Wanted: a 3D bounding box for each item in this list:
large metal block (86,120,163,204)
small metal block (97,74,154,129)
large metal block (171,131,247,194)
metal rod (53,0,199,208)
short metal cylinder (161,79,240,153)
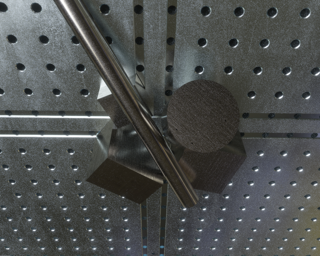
[{"bbox_3d":[-0.043,0.041,0.410,0.080,0.080,0.050,30,124,-23],"label":"large metal block"},{"bbox_3d":[-0.041,-0.032,0.384,0.050,0.025,0.050,-19,128,15],"label":"small metal block"},{"bbox_3d":[0.061,0.041,0.430,0.081,0.050,0.079,13,129,-12],"label":"large metal block"},{"bbox_3d":[-0.028,-0.019,0.355,0.025,0.025,0.299,-22,116,17],"label":"metal rod"},{"bbox_3d":[0.044,-0.011,0.358,0.081,0.080,0.050,7,173,-6],"label":"short metal cylinder"}]
